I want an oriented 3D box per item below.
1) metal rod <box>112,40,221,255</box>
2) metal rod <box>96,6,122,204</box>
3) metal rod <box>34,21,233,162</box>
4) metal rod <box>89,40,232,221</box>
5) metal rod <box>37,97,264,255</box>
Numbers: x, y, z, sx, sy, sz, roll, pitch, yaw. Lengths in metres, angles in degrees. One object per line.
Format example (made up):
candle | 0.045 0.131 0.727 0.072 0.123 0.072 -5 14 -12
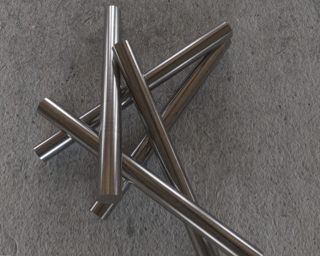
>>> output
metal rod | 0.007 0.031 0.371 0.025 0.025 0.299 -22 81 -8
metal rod | -0.061 -0.053 0.388 0.025 0.025 0.299 -4 55 -2
metal rod | -0.030 -0.052 0.412 0.301 0.025 0.025 -35 74 -7
metal rod | 0.010 -0.013 0.412 0.025 0.025 0.300 33 73 11
metal rod | -0.023 0.054 0.350 0.300 0.025 0.025 34 74 14
